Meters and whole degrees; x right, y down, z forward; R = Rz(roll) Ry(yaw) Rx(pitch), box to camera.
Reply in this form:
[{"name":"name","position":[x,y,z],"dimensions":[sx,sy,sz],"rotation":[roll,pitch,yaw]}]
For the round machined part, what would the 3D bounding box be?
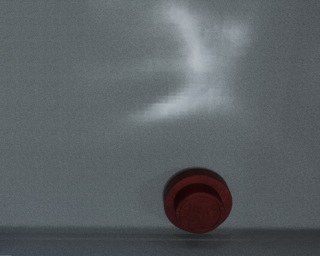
[{"name":"round machined part","position":[0.055,0.111,0.444],"dimensions":[0.099,0.042,0.097],"rotation":[0,110,-1]}]
